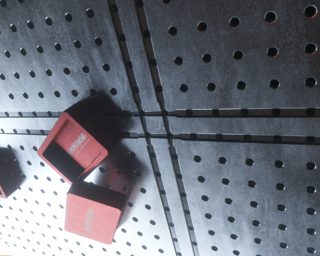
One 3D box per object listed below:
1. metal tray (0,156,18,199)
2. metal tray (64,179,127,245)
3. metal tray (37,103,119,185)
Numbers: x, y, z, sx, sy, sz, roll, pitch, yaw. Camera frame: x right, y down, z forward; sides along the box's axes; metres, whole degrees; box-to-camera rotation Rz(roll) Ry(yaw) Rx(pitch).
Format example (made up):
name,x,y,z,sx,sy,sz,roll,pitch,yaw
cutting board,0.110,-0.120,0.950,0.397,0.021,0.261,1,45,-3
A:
name,x,y,z,sx,sy,sz,roll,pitch,yaw
metal tray,-0.376,0.098,0.662,0.130,0.030,0.089,4,120,26
metal tray,-0.115,0.149,0.536,0.090,0.030,0.129,18,133,-1
metal tray,-0.135,0.032,0.496,0.090,0.030,0.129,44,129,-3
